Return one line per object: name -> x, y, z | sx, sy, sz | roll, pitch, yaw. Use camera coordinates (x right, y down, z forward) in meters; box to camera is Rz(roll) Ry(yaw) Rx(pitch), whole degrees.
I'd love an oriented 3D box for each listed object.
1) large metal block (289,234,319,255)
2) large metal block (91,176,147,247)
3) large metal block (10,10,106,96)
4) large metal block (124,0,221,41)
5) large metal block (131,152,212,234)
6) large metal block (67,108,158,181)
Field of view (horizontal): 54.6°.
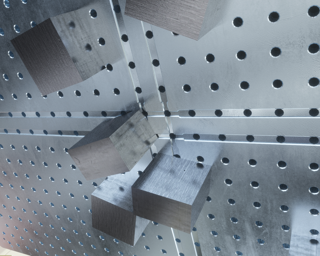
large metal block -> 0.212, 0.192, 0.402 | 0.080, 0.050, 0.080 | 1, 119, 27
large metal block -> -0.065, 0.137, 0.515 | 0.080, 0.050, 0.079 | 19, 126, 17
large metal block -> -0.132, -0.096, 0.406 | 0.080, 0.050, 0.080 | -12, 112, 33
large metal block -> 0.018, -0.141, 0.299 | 0.080, 0.050, 0.079 | 24, 127, 13
large metal block -> 0.018, 0.084, 0.419 | 0.080, 0.080, 0.050 | 13, 124, 21
large metal block -> -0.063, 0.022, 0.423 | 0.080, 0.080, 0.050 | -17, 109, 35
